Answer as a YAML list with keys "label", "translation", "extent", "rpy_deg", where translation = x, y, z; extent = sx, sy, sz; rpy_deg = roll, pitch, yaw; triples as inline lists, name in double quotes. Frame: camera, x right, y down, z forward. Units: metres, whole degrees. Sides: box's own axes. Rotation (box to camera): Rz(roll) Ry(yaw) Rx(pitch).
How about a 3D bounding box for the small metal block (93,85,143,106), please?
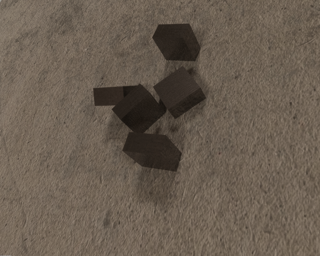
- label: "small metal block"
  translation: [-0.058, -0.047, 0.442]
  extent: [0.050, 0.050, 0.025]
  rpy_deg: [1, 99, 28]

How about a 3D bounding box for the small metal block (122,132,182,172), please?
- label: "small metal block"
  translation: [-0.008, 0.029, 0.373]
  extent: [0.050, 0.050, 0.025]
  rpy_deg: [4, 64, 30]

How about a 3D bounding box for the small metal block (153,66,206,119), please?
- label: "small metal block"
  translation: [0.026, -0.048, 0.419]
  extent: [0.050, 0.025, 0.050]
  rpy_deg: [-34, 52, 5]

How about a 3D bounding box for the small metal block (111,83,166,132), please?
- label: "small metal block"
  translation: [-0.028, -0.023, 0.415]
  extent: [0.050, 0.050, 0.025]
  rpy_deg: [-43, 52, -2]

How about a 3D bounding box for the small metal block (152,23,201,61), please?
- label: "small metal block"
  translation: [0.025, -0.123, 0.449]
  extent: [0.050, 0.050, 0.025]
  rpy_deg: [10, 67, 32]
